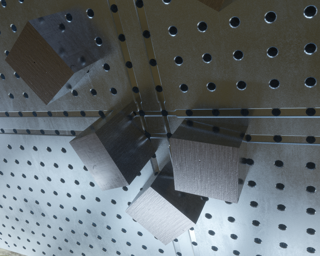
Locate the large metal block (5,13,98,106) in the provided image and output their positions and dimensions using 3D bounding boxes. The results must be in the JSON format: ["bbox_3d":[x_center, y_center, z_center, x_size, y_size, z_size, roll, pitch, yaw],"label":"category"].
[{"bbox_3d":[-0.145,-0.090,0.413,0.080,0.050,0.080,-35,99,38],"label":"large metal block"}]

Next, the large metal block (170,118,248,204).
[{"bbox_3d":[0.063,0.039,0.385,0.080,0.050,0.079,8,122,23],"label":"large metal block"}]

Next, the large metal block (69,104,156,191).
[{"bbox_3d":[-0.061,0.026,0.422,0.050,0.080,0.080,-19,109,35],"label":"large metal block"}]

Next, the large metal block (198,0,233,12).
[{"bbox_3d":[0.042,-0.163,0.272,0.080,0.050,0.079,32,128,7],"label":"large metal block"}]

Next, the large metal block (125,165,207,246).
[{"bbox_3d":[0.008,0.116,0.461,0.080,0.050,0.080,40,129,0],"label":"large metal block"}]
